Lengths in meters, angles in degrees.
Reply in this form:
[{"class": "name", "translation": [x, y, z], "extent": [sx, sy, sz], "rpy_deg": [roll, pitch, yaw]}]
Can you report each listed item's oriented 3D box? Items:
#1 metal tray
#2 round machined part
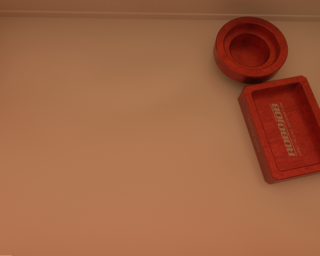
[{"class": "metal tray", "translation": [0.167, 0.000, 0.408], "extent": [0.091, 0.030, 0.129], "rpy_deg": [-11, 70, -5]}, {"class": "round machined part", "translation": [0.125, -0.105, 0.441], "extent": [0.099, 0.042, 0.098], "rpy_deg": [0, 70, -1]}]
